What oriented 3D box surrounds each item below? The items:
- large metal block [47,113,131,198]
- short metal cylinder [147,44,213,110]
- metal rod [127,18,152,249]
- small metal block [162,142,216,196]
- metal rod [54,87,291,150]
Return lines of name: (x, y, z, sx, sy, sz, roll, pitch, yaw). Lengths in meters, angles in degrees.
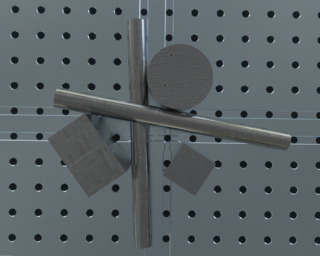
large metal block: (-0.082, 0.030, 0.384, 0.050, 0.080, 0.080, -35, 90, 0)
short metal cylinder: (0.024, -0.062, 0.401, 0.081, 0.050, 0.079, 0, 90, -1)
metal rod: (-0.027, 0.007, 0.413, 0.025, 0.025, 0.298, -2, 90, -1)
small metal block: (0.038, 0.054, 0.415, 0.050, 0.025, 0.050, 33, 90, -1)
metal rod: (0.022, -0.009, 0.395, 0.302, 0.025, 0.025, 11, 90, -8)
